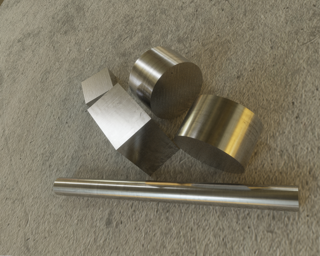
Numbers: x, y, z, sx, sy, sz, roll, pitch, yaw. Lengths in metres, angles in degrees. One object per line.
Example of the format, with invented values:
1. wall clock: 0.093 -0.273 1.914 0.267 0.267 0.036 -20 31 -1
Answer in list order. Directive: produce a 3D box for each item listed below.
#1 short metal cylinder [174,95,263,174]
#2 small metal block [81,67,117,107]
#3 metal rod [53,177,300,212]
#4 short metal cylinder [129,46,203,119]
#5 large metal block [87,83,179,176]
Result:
1. short metal cylinder: 0.062 0.008 0.331 0.080 0.080 0.050 17 71 35
2. small metal block: -0.093 -0.061 0.490 0.050 0.025 0.050 -29 52 10
3. metal rod: -0.003 0.074 0.360 0.300 0.025 0.025 -3 61 26
4. short metal cylinder: 0.008 -0.058 0.400 0.080 0.080 0.050 -44 51 -2
5. large metal block: -0.032 0.003 0.384 0.050 0.080 0.080 -42 51 -1
